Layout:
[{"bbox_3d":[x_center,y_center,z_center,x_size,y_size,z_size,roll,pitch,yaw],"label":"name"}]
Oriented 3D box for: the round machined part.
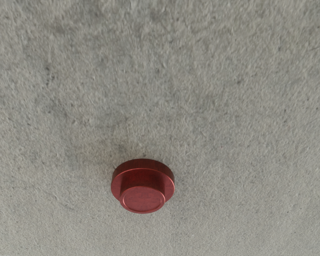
[{"bbox_3d":[-0.026,0.096,0.477,0.099,0.042,0.097,-1,130,0],"label":"round machined part"}]
